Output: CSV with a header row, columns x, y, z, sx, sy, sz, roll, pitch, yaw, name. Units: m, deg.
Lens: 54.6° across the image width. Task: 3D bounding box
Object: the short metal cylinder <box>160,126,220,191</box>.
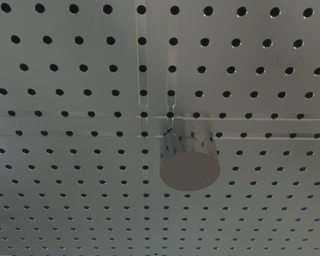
x,y,z,sx,sy,sz,roll,pitch,yaw,name
0.040,0.043,0.432,0.080,0.050,0.080,0,130,0,short metal cylinder
